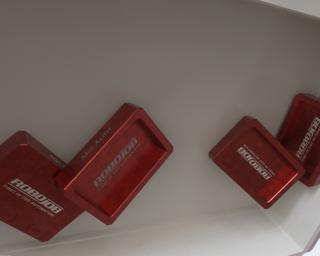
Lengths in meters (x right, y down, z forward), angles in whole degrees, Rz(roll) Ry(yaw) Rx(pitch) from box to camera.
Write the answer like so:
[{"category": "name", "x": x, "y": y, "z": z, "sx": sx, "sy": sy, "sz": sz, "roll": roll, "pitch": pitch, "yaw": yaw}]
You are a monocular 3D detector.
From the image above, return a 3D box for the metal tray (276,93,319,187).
[{"category": "metal tray", "x": 0.244, "y": 0.019, "z": 0.508, "sx": 0.030, "sy": 0.090, "sz": 0.129, "roll": -4, "pitch": 121, "yaw": -37}]

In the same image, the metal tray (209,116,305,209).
[{"category": "metal tray", "x": 0.153, "y": 0.055, "z": 0.489, "sx": 0.130, "sy": 0.030, "sz": 0.090, "roll": 42, "pitch": 94, "yaw": -15}]

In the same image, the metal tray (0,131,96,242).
[{"category": "metal tray", "x": -0.150, "y": 0.074, "z": 0.369, "sx": 0.090, "sy": 0.030, "sz": 0.130, "roll": -39, "pitch": 129, "yaw": -2}]

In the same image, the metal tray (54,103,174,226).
[{"category": "metal tray", "x": -0.051, "y": 0.045, "z": 0.382, "sx": 0.130, "sy": 0.030, "sz": 0.090, "roll": -49, "pitch": 131, "yaw": -14}]
